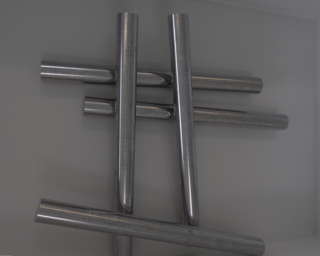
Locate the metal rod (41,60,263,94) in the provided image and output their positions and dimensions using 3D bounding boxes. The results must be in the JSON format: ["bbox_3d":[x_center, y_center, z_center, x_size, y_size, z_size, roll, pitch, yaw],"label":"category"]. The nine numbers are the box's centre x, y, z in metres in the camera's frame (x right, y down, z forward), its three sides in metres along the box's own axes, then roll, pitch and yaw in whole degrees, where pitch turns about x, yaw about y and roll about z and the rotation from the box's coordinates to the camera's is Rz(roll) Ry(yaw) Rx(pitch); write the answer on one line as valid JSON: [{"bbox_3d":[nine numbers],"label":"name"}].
[{"bbox_3d":[0.004,-0.065,0.411,0.302,0.025,0.025,1,90,-20],"label":"metal rod"}]

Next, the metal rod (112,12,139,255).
[{"bbox_3d":[-0.042,0.019,0.373,0.025,0.025,0.298,-1,98,-20],"label":"metal rod"}]

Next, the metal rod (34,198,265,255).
[{"bbox_3d":[0.006,0.127,0.380,0.302,0.025,0.025,17,84,-22],"label":"metal rod"}]

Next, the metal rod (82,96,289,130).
[{"bbox_3d":[0.049,-0.018,0.428,0.302,0.025,0.025,4,89,-20],"label":"metal rod"}]

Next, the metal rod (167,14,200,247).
[{"bbox_3d":[0.033,0.011,0.399,0.025,0.025,0.298,-8,102,-20],"label":"metal rod"}]
